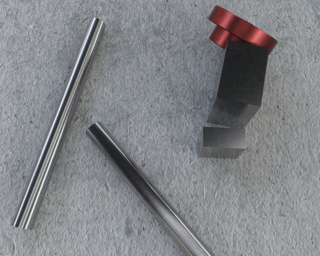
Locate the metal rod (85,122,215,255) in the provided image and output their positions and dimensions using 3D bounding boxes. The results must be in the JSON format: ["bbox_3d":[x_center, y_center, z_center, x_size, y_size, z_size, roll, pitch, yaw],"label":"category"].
[{"bbox_3d":[0.011,0.108,0.368,0.025,0.025,0.300,-39,75,-13],"label":"metal rod"}]

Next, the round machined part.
[{"bbox_3d":[0.108,-0.125,0.427,0.098,0.098,0.042,35,111,11],"label":"round machined part"}]

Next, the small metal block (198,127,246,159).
[{"bbox_3d":[0.076,0.020,0.389,0.050,0.050,0.025,3,70,0],"label":"small metal block"}]

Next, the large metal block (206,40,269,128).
[{"bbox_3d":[0.098,-0.052,0.399,0.050,0.080,0.080,13,71,4],"label":"large metal block"}]

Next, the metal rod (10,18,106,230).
[{"bbox_3d":[-0.128,-0.020,0.413,0.025,0.025,0.299,13,70,4],"label":"metal rod"}]
